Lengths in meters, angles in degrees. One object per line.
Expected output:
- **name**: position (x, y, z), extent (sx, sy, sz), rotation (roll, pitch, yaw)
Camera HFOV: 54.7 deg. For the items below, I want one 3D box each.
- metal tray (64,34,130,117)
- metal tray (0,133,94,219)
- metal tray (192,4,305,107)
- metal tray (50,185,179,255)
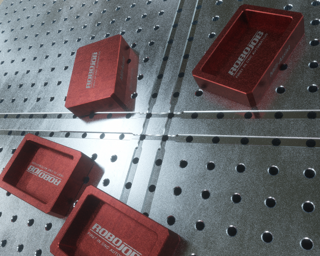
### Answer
- **metal tray**: position (-0.101, -0.087, 0.510), extent (0.090, 0.030, 0.130), rotation (-12, 57, 21)
- **metal tray**: position (-0.170, 0.065, 0.451), extent (0.130, 0.030, 0.090), rotation (14, 69, 33)
- **metal tray**: position (0.115, -0.099, 0.404), extent (0.090, 0.030, 0.130), rotation (28, 77, 37)
- **metal tray**: position (-0.055, 0.131, 0.351), extent (0.130, 0.030, 0.090), rotation (20, 72, 35)
